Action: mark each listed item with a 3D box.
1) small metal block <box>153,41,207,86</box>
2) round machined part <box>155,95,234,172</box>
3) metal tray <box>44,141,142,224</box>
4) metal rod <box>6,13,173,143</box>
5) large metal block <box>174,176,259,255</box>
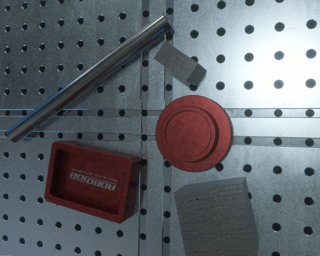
[{"bbox_3d":[0.027,-0.080,0.389,0.050,0.050,0.025,38,102,15],"label":"small metal block"},{"bbox_3d":[0.040,0.007,0.389,0.098,0.042,0.097,0,90,19],"label":"round machined part"},{"bbox_3d":[-0.098,0.073,0.442,0.130,0.030,0.089,11,94,19],"label":"metal tray"},{"bbox_3d":[-0.112,-0.064,0.450,0.300,0.025,0.025,-32,80,16],"label":"metal rod"},{"bbox_3d":[0.069,0.108,0.374,0.080,0.050,0.080,-12,86,19],"label":"large metal block"}]
